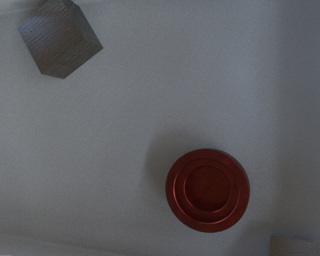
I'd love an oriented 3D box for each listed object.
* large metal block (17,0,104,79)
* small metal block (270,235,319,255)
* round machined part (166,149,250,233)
[{"bbox_3d":[-0.143,-0.129,0.446,0.080,0.050,0.080,-33,80,16],"label":"large metal block"},{"bbox_3d":[0.149,0.152,0.346,0.050,0.025,0.050,3,58,19],"label":"small metal block"},{"bbox_3d":[0.060,0.073,0.380,0.098,0.042,0.097,0,90,19],"label":"round machined part"}]
